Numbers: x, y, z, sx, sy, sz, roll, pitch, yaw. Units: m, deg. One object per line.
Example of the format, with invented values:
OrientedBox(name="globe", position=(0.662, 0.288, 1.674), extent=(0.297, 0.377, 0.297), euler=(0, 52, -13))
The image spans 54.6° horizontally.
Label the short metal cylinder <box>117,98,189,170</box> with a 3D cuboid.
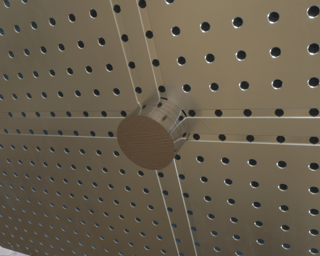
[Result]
OrientedBox(name="short metal cylinder", position=(-0.008, 0.008, 0.405), extent=(0.080, 0.050, 0.080), euler=(13, 124, 21))
